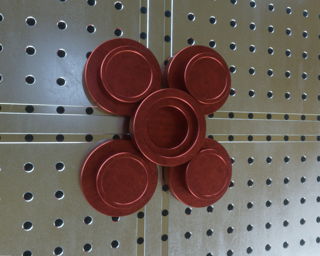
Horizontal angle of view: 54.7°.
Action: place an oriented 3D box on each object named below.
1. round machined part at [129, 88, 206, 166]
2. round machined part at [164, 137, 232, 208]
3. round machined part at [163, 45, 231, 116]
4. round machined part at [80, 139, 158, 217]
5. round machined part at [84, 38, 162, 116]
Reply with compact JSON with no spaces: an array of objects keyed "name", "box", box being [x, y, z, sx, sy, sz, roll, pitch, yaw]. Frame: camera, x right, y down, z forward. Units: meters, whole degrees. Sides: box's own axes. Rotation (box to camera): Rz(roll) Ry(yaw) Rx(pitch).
[{"name":"round machined part","box":[0.007,-0.001,0.405,0.099,0.042,0.097,0,90,-21]},{"name":"round machined part","box":[0.058,0.061,0.426,0.099,0.042,0.097,0,90,-21]},{"name":"round machined part","box":[0.056,-0.065,0.425,0.099,0.042,0.097,0,90,-21]},{"name":"round machined part","box":[-0.048,0.063,0.387,0.099,0.042,0.097,0,90,-21]},{"name":"round machined part","box":[-0.043,-0.064,0.388,0.099,0.042,0.097,0,90,-21]}]
